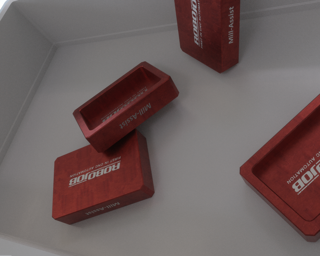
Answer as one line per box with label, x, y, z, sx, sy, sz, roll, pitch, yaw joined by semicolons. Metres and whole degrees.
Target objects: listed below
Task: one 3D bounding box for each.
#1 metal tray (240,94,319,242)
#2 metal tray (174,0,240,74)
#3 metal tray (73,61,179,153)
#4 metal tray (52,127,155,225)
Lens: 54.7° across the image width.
metal tray;0.156;0.032;0.300;0.130;0.030;0.090;-42;51;-1
metal tray;0.058;-0.144;0.395;0.030;0.129;0.090;-33;49;-18
metal tray;-0.049;-0.033;0.423;0.130;0.030;0.090;-37;35;-7
metal tray;-0.077;0.063;0.405;0.130;0.030;0.090;-22;54;15
